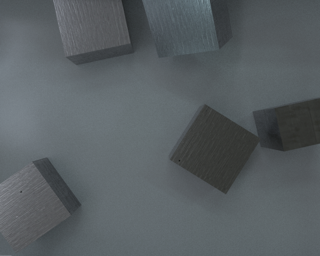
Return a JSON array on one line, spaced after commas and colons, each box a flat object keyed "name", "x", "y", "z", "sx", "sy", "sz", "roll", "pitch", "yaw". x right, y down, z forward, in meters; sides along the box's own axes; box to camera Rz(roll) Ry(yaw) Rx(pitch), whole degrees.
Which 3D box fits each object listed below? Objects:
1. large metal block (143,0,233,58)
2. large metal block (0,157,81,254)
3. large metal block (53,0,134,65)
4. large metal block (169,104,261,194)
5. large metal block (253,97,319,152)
[{"name": "large metal block", "x": 0.033, "y": -0.134, "z": 0.368, "sx": 0.080, "sy": 0.050, "sz": 0.080, "roll": 0, "pitch": 121, "yaw": 32}, {"name": "large metal block", "x": -0.163, "y": 0.096, "z": 0.397, "sx": 0.080, "sy": 0.050, "sz": 0.080, "roll": -35, "pitch": 90, "yaw": 0}, {"name": "large metal block", "x": -0.083, "y": -0.133, "z": 0.398, "sx": 0.080, "sy": 0.050, "sz": 0.080, "roll": -12, "pitch": 90, "yaw": -1}, {"name": "large metal block", "x": 0.067, "y": 0.026, "z": 0.400, "sx": 0.080, "sy": 0.050, "sz": 0.080, "roll": 32, "pitch": 90, "yaw": -1}, {"name": "large metal block", "x": 0.172, "y": -0.007, "z": 0.386, "sx": 0.080, "sy": 0.080, "sz": 0.050, "roll": -12, "pitch": 90, "yaw": 0}]
